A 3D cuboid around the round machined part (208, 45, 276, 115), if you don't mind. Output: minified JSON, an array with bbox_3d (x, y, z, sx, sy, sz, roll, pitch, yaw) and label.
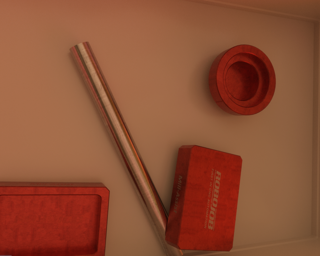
[{"bbox_3d":[0.113,-0.066,0.445,0.099,0.042,0.097,0,90,-21],"label":"round machined part"}]

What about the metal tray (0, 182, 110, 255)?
[{"bbox_3d":[-0.129,0.110,0.360,0.131,0.030,0.089,5,89,-20],"label":"metal tray"}]

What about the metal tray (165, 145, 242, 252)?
[{"bbox_3d":[0.062,0.094,0.417,0.091,0.030,0.129,15,78,-29],"label":"metal tray"}]

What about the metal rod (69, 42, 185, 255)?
[{"bbox_3d":[-0.038,0.036,0.397,0.025,0.025,0.299,-27,99,-18],"label":"metal rod"}]
